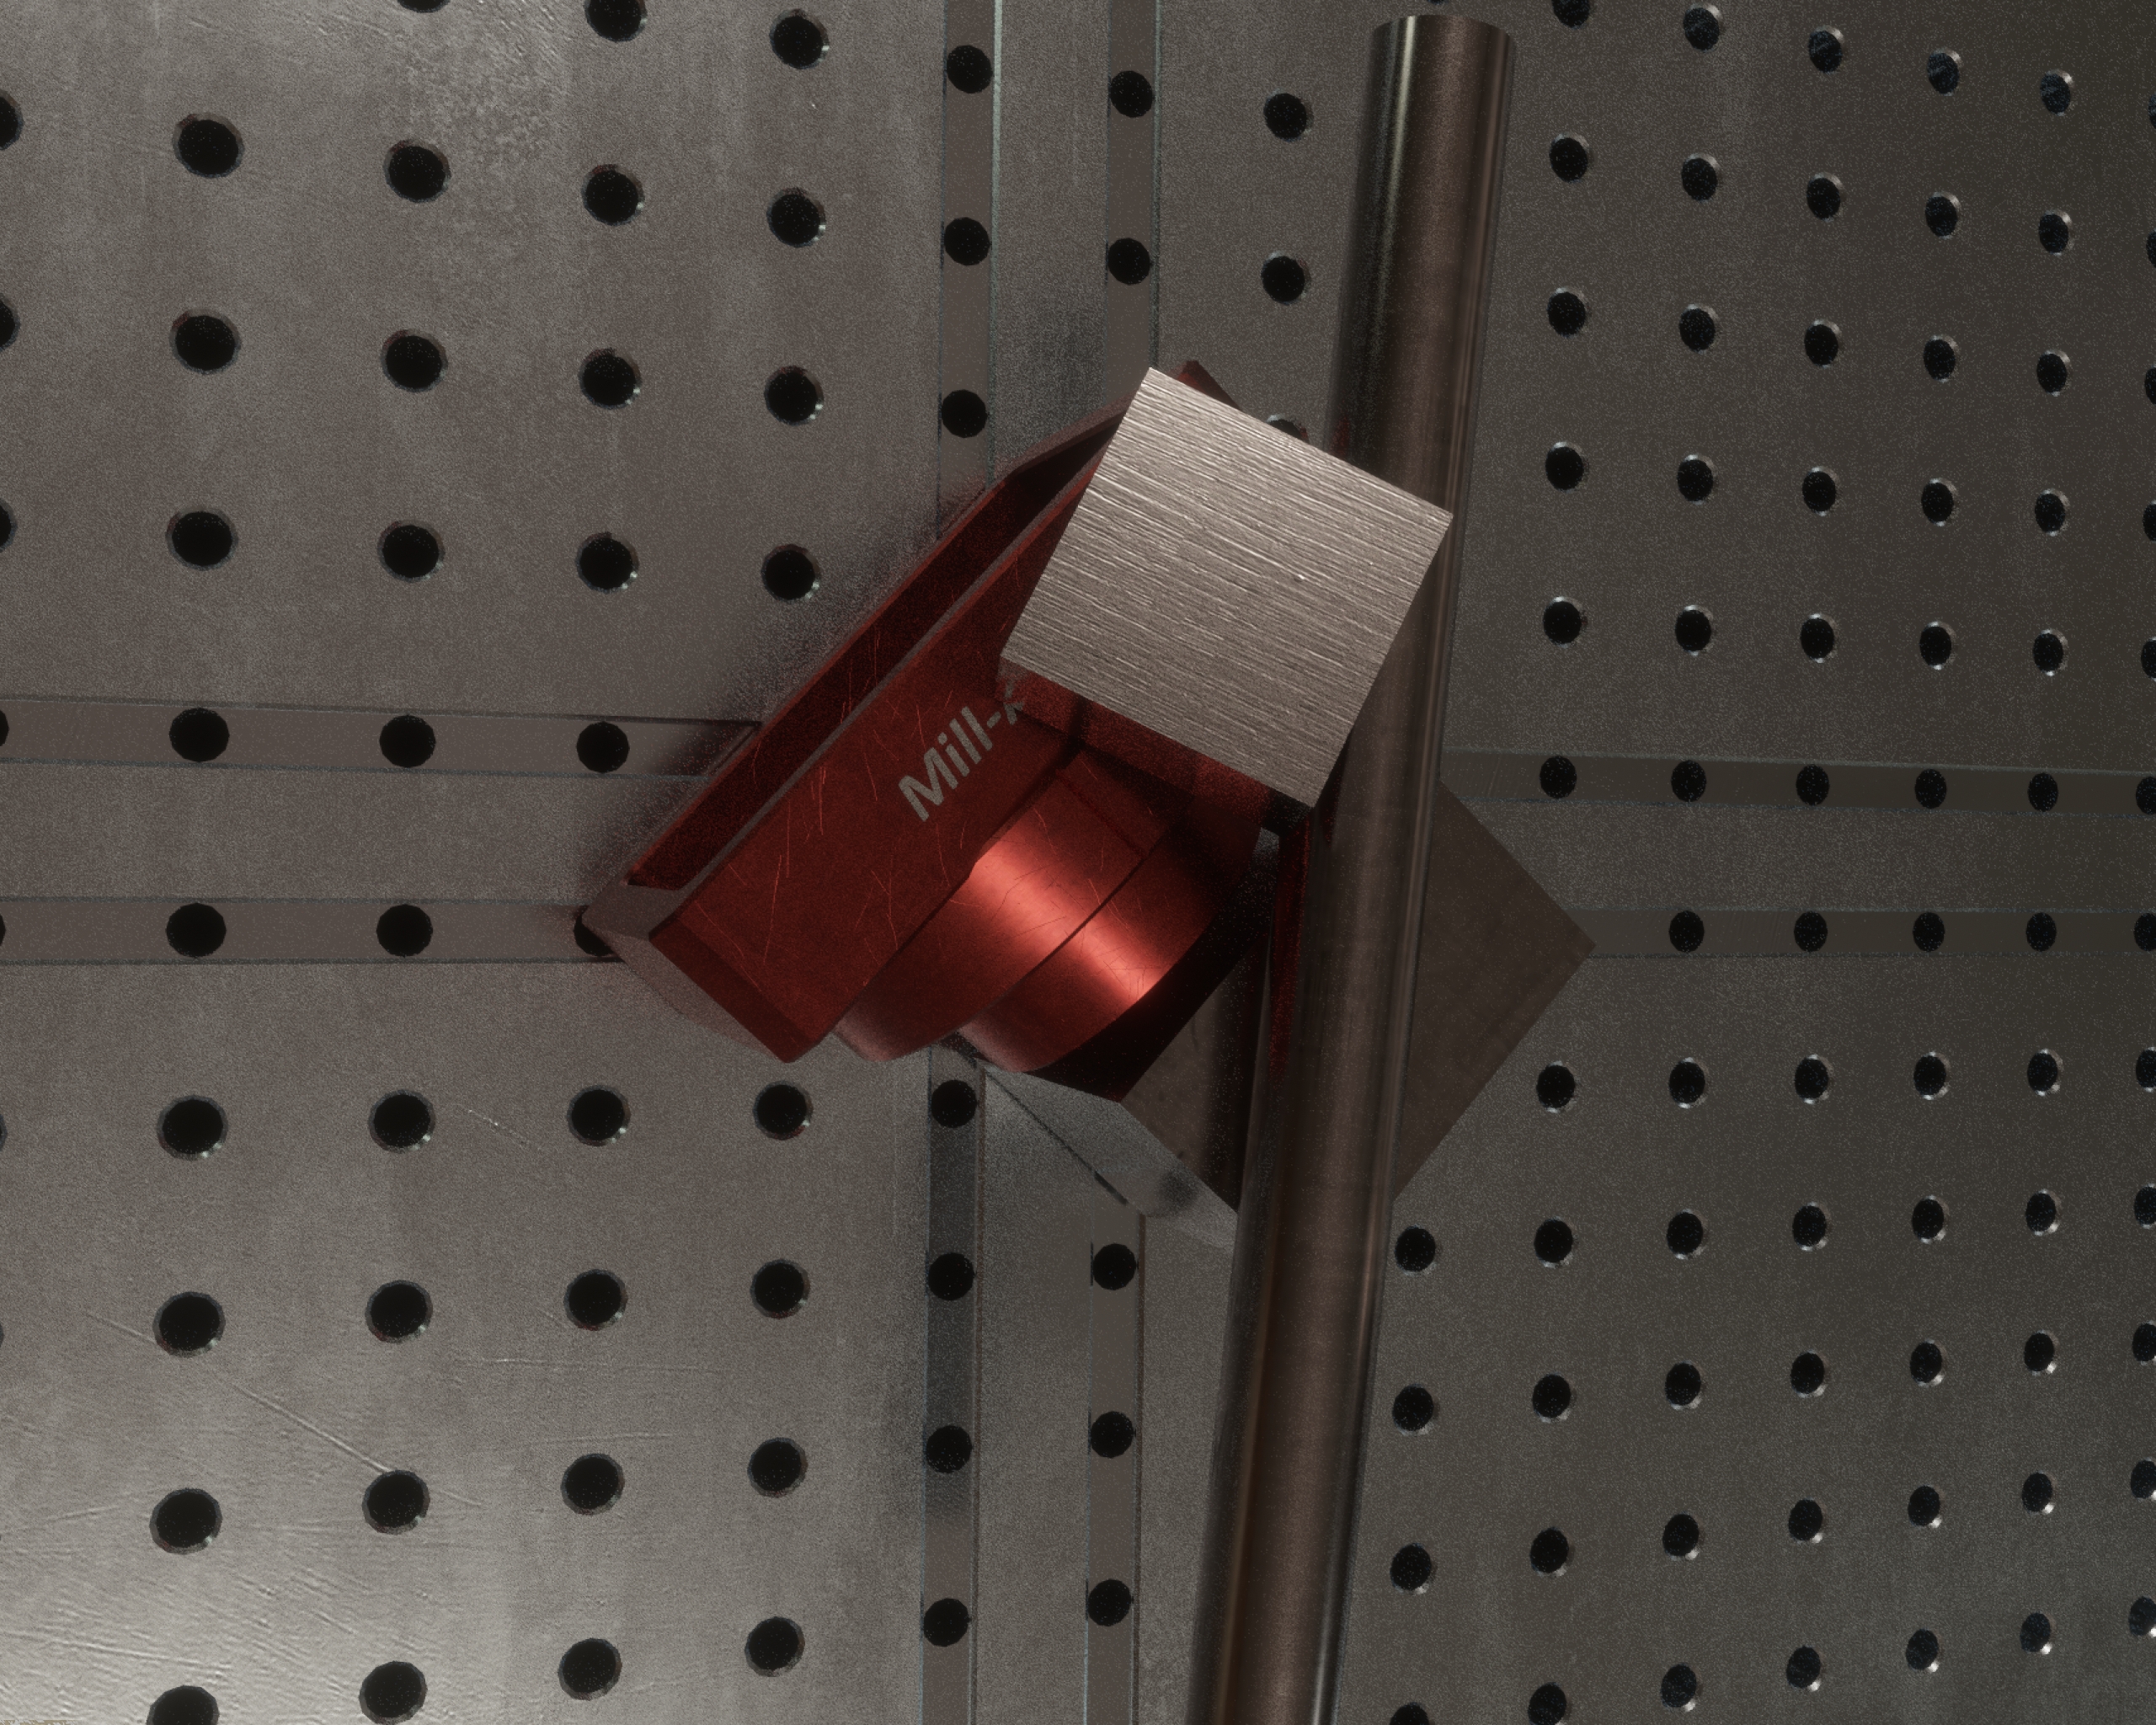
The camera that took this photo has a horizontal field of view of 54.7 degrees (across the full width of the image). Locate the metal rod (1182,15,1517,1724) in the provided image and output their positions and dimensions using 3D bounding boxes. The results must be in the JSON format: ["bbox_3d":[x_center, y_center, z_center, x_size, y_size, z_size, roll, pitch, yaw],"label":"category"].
[{"bbox_3d":[0.044,0.011,0.345,0.025,0.025,0.298,7,88,-20],"label":"metal rod"}]

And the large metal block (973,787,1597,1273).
[{"bbox_3d":[0.036,0.027,0.395,0.050,0.080,0.080,45,76,-15],"label":"large metal block"}]

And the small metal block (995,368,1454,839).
[{"bbox_3d":[0.021,-0.039,0.317,0.050,0.025,0.050,26,79,0],"label":"small metal block"}]

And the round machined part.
[{"bbox_3d":[-0.005,-0.001,0.377,0.042,0.098,0.098,44,76,-15],"label":"round machined part"}]

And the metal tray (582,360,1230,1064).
[{"bbox_3d":[-0.027,-0.026,0.369,0.030,0.090,0.130,45,76,-15],"label":"metal tray"}]
